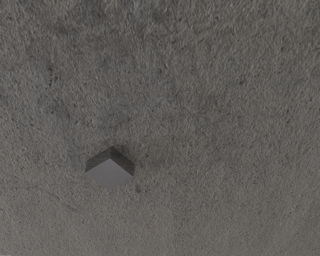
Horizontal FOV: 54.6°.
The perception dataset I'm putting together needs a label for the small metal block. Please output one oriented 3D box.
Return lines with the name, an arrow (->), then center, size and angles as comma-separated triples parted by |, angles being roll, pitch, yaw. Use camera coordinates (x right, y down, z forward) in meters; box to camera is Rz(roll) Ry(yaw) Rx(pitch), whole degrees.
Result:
small metal block -> -0.073, 0.060, 0.457 | 0.050, 0.025, 0.050 | -30, 124, 23
